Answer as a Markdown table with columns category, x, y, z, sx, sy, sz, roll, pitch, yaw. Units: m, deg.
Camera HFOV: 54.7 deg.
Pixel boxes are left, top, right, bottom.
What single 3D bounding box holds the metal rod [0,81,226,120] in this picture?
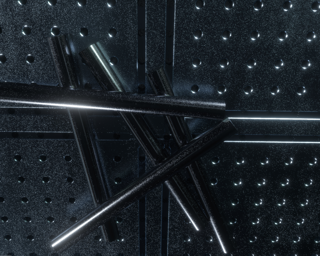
| category | x | y | z | sx | sy | sz | roll | pitch | yaw |
| --- | --- | --- | --- | --- | --- | --- | --- | --- | --- |
| metal rod | -0.073 | -0.034 | 0.373 | 0.302 | 0.025 | 0.025 | 5 | 110 | -3 |

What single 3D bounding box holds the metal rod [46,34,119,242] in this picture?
| category | x | y | z | sx | sy | sz | roll | pitch | yaw |
| --- | --- | --- | --- | --- | --- | --- | --- | --- | --- |
| metal rod | -0.099 | 0.028 | 0.422 | 0.025 | 0.025 | 0.298 | -9 | 110 | 3 |

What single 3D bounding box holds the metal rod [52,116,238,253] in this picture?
| category | x | y | z | sx | sy | sz | roll | pitch | yaw |
| --- | --- | --- | --- | --- | --- | --- | --- | --- | --- |
| metal rod | -0.028 | 0.081 | 0.416 | 0.300 | 0.025 | 0.025 | -36 | 107 | 12 |

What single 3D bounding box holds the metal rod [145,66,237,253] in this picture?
| category | x | y | z | sx | sy | sz | roll | pitch | yaw |
| --- | --- | --- | --- | --- | --- | --- | --- | --- | --- |
| metal rod | 0.050 | 0.057 | 0.435 | 0.025 | 0.025 | 0.299 | -22 | 109 | 7 |

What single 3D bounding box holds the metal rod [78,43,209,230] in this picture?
| category | x | y | z | sx | sy | sz | roll | pitch | yaw |
| --- | --- | --- | --- | --- | --- | --- | --- | --- | --- |
| metal rod | -0.013 | 0.024 | 0.421 | 0.025 | 0.025 | 0.299 | -29 | 108 | 10 |
